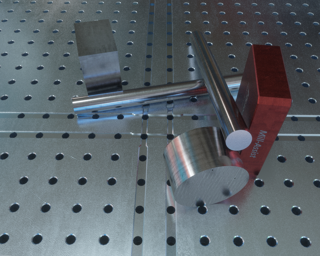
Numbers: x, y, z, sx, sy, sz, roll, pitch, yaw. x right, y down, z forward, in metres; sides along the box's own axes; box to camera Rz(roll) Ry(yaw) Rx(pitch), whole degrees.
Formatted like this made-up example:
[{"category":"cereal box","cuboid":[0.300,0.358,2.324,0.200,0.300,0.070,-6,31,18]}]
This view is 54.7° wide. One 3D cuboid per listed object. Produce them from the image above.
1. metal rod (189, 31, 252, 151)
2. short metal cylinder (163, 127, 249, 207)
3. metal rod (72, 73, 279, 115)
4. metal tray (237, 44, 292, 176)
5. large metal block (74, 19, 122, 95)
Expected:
[{"category":"metal rod","cuboid":[0.070,-0.073,0.419,0.025,0.025,0.300,-2,35,-1]},{"category":"short metal cylinder","cuboid":[0.048,0.043,0.336,0.081,0.080,0.050,-10,51,-8]},{"category":"metal rod","cuboid":[0.028,-0.055,0.453,0.302,0.025,0.025,-9,51,-8]},{"category":"metal tray","cuboid":[0.108,-0.017,0.354,0.030,0.129,0.090,5,50,4]},{"category":"large metal block","cuboid":[-0.090,-0.100,0.455,0.050,0.080,0.080,-11,51,-9]}]
